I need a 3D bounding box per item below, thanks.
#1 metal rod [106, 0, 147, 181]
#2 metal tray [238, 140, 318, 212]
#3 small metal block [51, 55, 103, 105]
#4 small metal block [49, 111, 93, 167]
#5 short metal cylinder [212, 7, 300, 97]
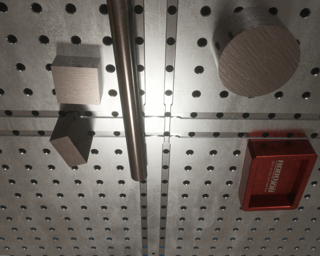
[{"bbox_3d":[-0.036,-0.042,0.375,0.025,0.025,0.298,-2,130,1],"label":"metal rod"},{"bbox_3d":[0.175,0.077,0.476,0.091,0.030,0.129,-3,130,1],"label":"metal tray"},{"bbox_3d":[-0.095,-0.056,0.363,0.050,0.025,0.050,3,130,-3],"label":"small metal block"},{"bbox_3d":[-0.114,0.014,0.406,0.025,0.050,0.050,-14,129,11],"label":"small metal block"},{"bbox_3d":[0.099,-0.080,0.329,0.081,0.050,0.079,0,130,0],"label":"short metal cylinder"}]
